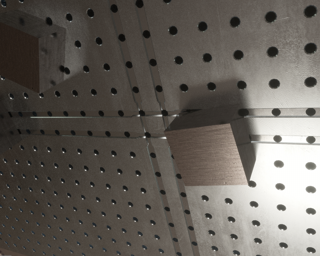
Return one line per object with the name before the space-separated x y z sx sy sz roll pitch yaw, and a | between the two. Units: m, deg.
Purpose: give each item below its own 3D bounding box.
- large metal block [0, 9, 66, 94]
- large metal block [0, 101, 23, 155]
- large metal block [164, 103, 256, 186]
large metal block | -0.179 -0.105 0.422 0.080 0.050 0.079 25 127 12
large metal block | -0.310 0.001 0.556 0.080 0.050 0.080 -4 117 29
large metal block | 0.062 0.022 0.375 0.080 0.050 0.080 -8 115 31
